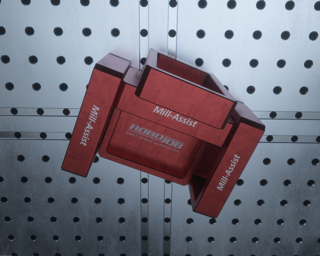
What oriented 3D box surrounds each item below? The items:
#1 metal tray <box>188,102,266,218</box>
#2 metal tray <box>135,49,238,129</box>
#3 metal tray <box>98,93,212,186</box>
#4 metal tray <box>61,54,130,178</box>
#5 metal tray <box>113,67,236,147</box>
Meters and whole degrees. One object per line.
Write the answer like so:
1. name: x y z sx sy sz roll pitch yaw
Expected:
1. metal tray: 0.077 0.035 0.391 0.030 0.090 0.129 21 109 -7
2. metal tray: 0.024 -0.048 0.339 0.090 0.130 0.030 21 109 -8
3. metal tray: -0.006 0.015 0.415 0.131 0.030 0.089 21 109 -8
4. metal tray: -0.075 -0.018 0.371 0.030 0.090 0.129 20 109 -8
5. metal tray: 0.016 -0.028 0.368 0.131 0.090 0.030 20 109 -8
